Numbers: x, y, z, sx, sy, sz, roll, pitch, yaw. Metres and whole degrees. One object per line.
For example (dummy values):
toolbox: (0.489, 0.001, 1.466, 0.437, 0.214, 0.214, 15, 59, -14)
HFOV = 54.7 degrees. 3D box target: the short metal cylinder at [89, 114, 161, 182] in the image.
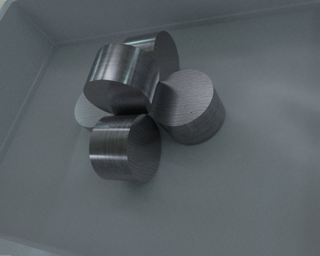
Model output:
short metal cylinder: (-0.039, 0.024, 0.374, 0.050, 0.080, 0.080, -1, 61, 27)

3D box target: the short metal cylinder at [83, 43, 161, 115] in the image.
short metal cylinder: (-0.044, -0.054, 0.367, 0.080, 0.080, 0.050, -1, 61, 28)

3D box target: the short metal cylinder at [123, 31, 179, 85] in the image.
short metal cylinder: (-0.012, -0.090, 0.429, 0.050, 0.080, 0.080, -1, 61, 27)

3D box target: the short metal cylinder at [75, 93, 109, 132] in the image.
short metal cylinder: (-0.072, -0.024, 0.440, 0.080, 0.050, 0.080, -13, 56, 21)

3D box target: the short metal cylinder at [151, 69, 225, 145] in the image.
short metal cylinder: (0.034, -0.025, 0.384, 0.080, 0.050, 0.080, -13, 56, 21)
